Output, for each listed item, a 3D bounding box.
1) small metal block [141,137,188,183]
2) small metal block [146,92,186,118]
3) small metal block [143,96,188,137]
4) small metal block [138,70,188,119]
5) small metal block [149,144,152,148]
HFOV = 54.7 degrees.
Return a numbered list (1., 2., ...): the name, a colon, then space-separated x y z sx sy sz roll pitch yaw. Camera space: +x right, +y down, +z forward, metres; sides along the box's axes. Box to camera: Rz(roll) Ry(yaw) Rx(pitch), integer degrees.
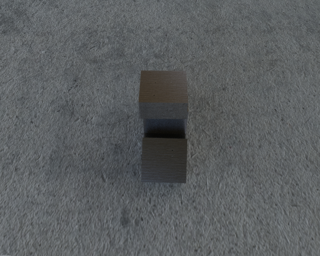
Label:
1. small metal block: 0.005 0.036 0.358 0.050 0.025 0.050 2 91 1
2. small metal block: 0.009 -0.032 0.416 0.050 0.025 0.050 2 14 1
3. small metal block: 0.006 -0.013 0.366 0.050 0.050 0.025 2 50 1
4. small metal block: 0.004 -0.037 0.338 0.050 0.025 0.050 1 50 0
5. small metal block: 0.006 0.011 0.396 0.050 0.025 0.050 2 50 1
